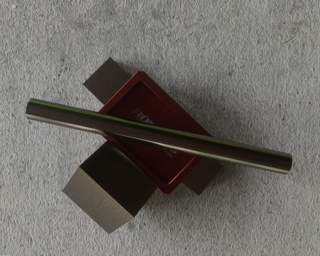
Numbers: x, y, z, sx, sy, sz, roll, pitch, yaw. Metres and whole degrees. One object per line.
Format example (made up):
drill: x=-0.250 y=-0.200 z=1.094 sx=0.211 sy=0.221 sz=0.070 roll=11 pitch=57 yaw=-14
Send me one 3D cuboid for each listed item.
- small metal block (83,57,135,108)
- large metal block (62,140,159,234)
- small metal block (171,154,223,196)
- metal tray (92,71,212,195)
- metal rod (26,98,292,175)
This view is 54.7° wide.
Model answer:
small metal block: x=-0.064 y=-0.057 z=0.410 sx=0.050 sy=0.025 sz=0.050 roll=45 pitch=90 yaw=-1
large metal block: x=-0.062 y=0.073 z=0.374 sx=0.080 sy=0.080 sz=0.050 roll=43 pitch=48 yaw=0
small metal block: x=0.046 y=0.053 z=0.411 sx=0.050 sy=0.025 sz=0.050 roll=39 pitch=90 yaw=-1
metal tray: x=-0.008 y=0.006 z=0.383 sx=0.130 sy=0.030 sz=0.090 roll=44 pitch=90 yaw=-1
metal rod: x=0.000 y=0.010 z=0.356 sx=0.302 sy=0.025 sz=0.025 roll=12 pitch=90 yaw=-1
